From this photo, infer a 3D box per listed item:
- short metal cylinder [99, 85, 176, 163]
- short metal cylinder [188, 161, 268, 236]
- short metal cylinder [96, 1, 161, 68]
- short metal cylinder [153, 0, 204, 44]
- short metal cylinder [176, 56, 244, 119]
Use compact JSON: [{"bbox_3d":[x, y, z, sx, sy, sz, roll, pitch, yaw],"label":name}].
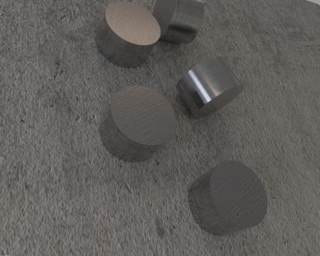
[{"bbox_3d":[-0.028,-0.005,0.375,0.081,0.050,0.080,14,56,-21],"label":"short metal cylinder"},{"bbox_3d":[0.082,0.086,0.379,0.081,0.050,0.080,14,56,-21],"label":"short metal cylinder"},{"bbox_3d":[-0.046,-0.133,0.444,0.081,0.050,0.080,14,56,-21],"label":"short metal cylinder"},{"bbox_3d":[0.027,-0.178,0.491,0.050,0.080,0.080,6,59,-25],"label":"short metal cylinder"},{"bbox_3d":[0.070,-0.056,0.440,0.081,0.080,0.050,-20,73,-36],"label":"short metal cylinder"}]
